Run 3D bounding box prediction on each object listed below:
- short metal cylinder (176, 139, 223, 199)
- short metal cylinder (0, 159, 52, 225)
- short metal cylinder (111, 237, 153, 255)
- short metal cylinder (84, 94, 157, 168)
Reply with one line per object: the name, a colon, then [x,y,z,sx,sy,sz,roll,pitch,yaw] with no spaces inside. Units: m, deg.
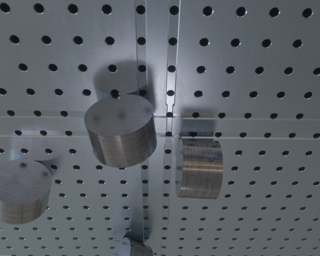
short metal cylinder: [0.051,0.056,0.424,0.050,0.080,0.079,4,130,-3]
short metal cylinder: [-0.203,0.092,0.452,0.081,0.080,0.050,14,129,-12]
short metal cylinder: [-0.057,0.258,0.595,0.050,0.080,0.080,29,124,-22]
short metal cylinder: [-0.046,0.002,0.377,0.080,0.080,0.050,-4,130,3]
